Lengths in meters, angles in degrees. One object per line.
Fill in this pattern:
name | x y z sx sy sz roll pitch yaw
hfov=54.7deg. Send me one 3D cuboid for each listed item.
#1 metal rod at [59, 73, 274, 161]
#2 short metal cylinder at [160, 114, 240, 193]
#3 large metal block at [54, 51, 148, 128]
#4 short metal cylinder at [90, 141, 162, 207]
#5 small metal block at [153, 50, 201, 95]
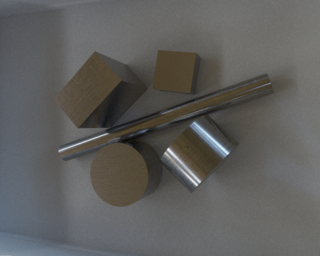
metal rod | -0.006 -0.008 0.410 0.301 0.025 0.025 -18 84 18
short metal cylinder | 0.047 0.030 0.363 0.050 0.080 0.080 44 104 14
large metal block | -0.074 -0.045 0.405 0.080 0.080 0.050 -45 76 14
short metal cylinder | -0.044 0.058 0.409 0.080 0.050 0.079 0 90 19
small metal block | 0.022 -0.071 0.400 0.050 0.025 0.050 9 93 19
